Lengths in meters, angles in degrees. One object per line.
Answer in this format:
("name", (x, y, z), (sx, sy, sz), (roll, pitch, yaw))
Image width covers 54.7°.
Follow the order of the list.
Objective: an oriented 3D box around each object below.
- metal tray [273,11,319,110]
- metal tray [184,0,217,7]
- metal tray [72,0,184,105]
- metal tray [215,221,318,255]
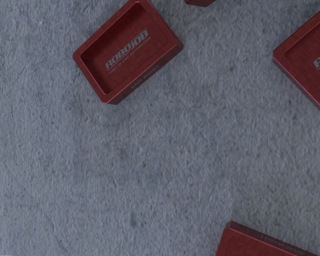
("metal tray", (0.202, -0.091, 0.335), (0.130, 0.030, 0.090), (-42, 77, 15))
("metal tray", (0.060, -0.219, 0.355), (0.030, 0.090, 0.129), (-2, 89, -24))
("metal tray", (-0.046, -0.104, 0.421), (0.130, 0.030, 0.090), (-38, 78, 15))
("metal tray", (0.127, 0.177, 0.361), (0.130, 0.030, 0.089), (19, 96, 18))
